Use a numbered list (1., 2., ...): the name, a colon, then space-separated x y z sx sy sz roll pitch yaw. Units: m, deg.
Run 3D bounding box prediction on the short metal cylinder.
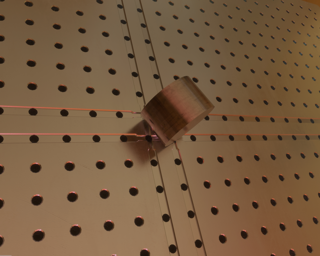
1. short metal cylinder: 0.022 -0.021 0.396 0.081 0.080 0.050 -32 79 -38
